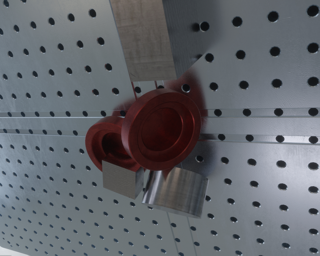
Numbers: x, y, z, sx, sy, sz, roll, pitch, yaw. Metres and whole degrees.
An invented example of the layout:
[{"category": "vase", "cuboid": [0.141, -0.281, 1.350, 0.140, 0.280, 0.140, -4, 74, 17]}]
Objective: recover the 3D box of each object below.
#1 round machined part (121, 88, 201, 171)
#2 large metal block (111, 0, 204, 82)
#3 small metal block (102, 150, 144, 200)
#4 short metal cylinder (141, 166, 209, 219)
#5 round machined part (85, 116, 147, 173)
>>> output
[{"category": "round machined part", "cuboid": [-0.002, -0.001, 0.377, 0.042, 0.099, 0.097, 34, 140, 54]}, {"category": "large metal block", "cuboid": [0.002, -0.100, 0.313, 0.050, 0.080, 0.080, 2, 119, 27]}, {"category": "small metal block", "cuboid": [-0.050, 0.064, 0.423, 0.050, 0.025, 0.050, 17, 125, 18]}, {"category": "short metal cylinder", "cuboid": [0.020, 0.085, 0.412, 0.080, 0.050, 0.080, 13, 162, 5]}, {"category": "round machined part", "cuboid": [-0.054, 0.026, 0.445, 0.098, 0.042, 0.097, 13, 124, 21]}]
